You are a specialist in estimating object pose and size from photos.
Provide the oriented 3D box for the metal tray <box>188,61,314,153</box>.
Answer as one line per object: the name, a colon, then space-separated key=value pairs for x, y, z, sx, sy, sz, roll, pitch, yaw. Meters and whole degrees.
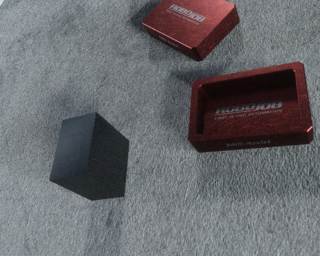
metal tray: x=0.101 y=-0.022 z=0.360 sx=0.130 sy=0.030 sz=0.090 roll=-7 pitch=59 yaw=24

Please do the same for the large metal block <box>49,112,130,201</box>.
large metal block: x=-0.083 y=0.038 z=0.389 sx=0.050 sy=0.080 sz=0.080 roll=-12 pitch=57 yaw=22

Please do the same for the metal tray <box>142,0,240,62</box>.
metal tray: x=0.044 y=-0.165 z=0.479 sx=0.090 sy=0.030 sz=0.130 roll=-46 pitch=51 yaw=-5
